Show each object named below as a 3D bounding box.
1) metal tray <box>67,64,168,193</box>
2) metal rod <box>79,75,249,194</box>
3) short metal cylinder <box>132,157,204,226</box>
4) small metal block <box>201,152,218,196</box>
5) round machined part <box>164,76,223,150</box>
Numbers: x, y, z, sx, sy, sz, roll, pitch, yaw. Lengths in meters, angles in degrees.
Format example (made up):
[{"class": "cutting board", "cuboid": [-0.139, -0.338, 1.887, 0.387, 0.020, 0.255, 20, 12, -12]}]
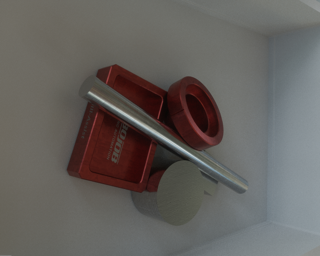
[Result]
[{"class": "metal tray", "cuboid": [-0.044, 0.003, 0.364, 0.090, 0.030, 0.130, 24, 75, -38]}, {"class": "metal rod", "cuboid": [0.028, 0.025, 0.393, 0.301, 0.025, 0.025, 34, 69, -38]}, {"class": "short metal cylinder", "cuboid": [0.011, 0.079, 0.399, 0.081, 0.050, 0.079, 0, 90, -40]}, {"class": "small metal block", "cuboid": [0.064, 0.066, 0.460, 0.050, 0.025, 0.050, 39, 66, -34]}, {"class": "round machined part", "cuboid": [0.040, -0.016, 0.413, 0.098, 0.042, 0.098, 32, 45, -39]}]
